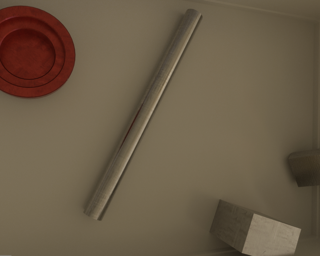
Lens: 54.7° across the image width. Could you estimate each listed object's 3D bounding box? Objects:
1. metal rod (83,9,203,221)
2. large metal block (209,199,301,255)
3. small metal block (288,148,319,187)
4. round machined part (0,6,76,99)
[{"bbox_3d":[-0.018,-0.024,0.404,0.025,0.025,0.299,29,80,-18],"label":"metal rod"},{"bbox_3d":[0.130,0.143,0.431,0.080,0.080,0.050,22,83,-19],"label":"large metal block"},{"bbox_3d":[0.237,0.062,0.484,0.025,0.050,0.050,-33,103,-50],"label":"small metal block"},{"bbox_3d":[-0.147,-0.081,0.347,0.099,0.042,0.097,0,90,-21],"label":"round machined part"}]
